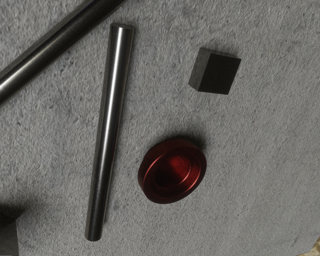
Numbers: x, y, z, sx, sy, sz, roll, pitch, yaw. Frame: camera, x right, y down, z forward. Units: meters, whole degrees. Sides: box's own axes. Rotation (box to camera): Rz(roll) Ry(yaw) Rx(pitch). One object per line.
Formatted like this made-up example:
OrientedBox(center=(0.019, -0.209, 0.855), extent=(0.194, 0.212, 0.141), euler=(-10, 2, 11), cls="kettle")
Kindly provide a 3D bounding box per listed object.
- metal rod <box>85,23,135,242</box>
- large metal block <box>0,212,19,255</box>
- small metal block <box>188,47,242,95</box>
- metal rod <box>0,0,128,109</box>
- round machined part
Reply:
OrientedBox(center=(-0.068, 0.025, 0.386), extent=(0.025, 0.025, 0.298), euler=(-2, 120, -28), cls="metal rod")
OrientedBox(center=(-0.210, 0.147, 0.348), extent=(0.080, 0.080, 0.050), euler=(-39, 130, -2), cls="large metal block")
OrientedBox(center=(0.071, -0.073, 0.402), extent=(0.050, 0.025, 0.050), euler=(2, 117, -30), cls="small metal block")
OrientedBox(center=(-0.090, -0.092, 0.301), extent=(0.300, 0.025, 0.025), euler=(-41, 130, -1), cls="metal rod")
OrientedBox(center=(0.014, 0.057, 0.440), extent=(0.099, 0.042, 0.097), euler=(-14, 125, -21), cls="round machined part")
